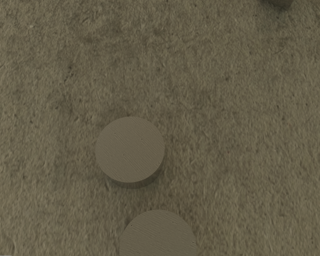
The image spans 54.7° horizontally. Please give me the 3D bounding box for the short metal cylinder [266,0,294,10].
[{"bbox_3d":[0.191,-0.226,0.464,0.050,0.080,0.080,30,73,10],"label":"short metal cylinder"}]

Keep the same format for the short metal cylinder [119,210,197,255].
[{"bbox_3d":[-0.002,0.134,0.346,0.081,0.050,0.080,0,70,0],"label":"short metal cylinder"}]

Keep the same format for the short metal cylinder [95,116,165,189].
[{"bbox_3d":[-0.035,0.032,0.383,0.081,0.050,0.080,0,70,0],"label":"short metal cylinder"}]
